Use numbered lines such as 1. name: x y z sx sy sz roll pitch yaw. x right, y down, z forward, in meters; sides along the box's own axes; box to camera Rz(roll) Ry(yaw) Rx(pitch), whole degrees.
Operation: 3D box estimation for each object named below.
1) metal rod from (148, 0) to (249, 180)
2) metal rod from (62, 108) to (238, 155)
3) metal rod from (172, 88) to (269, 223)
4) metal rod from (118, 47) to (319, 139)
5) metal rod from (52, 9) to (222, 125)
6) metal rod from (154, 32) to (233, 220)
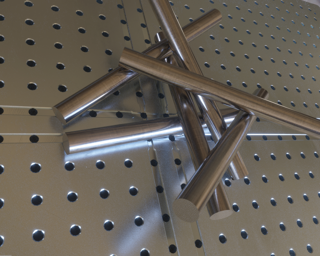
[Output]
1. metal rod: 0.047 -0.070 0.422 0.025 0.025 0.299 -26 91 -37
2. metal rod: 0.023 -0.004 0.422 0.302 0.025 0.025 -10 67 -32
3. metal rod: 0.092 0.009 0.383 0.025 0.025 0.302 45 38 3
4. metal rod: 0.094 -0.040 0.402 0.301 0.025 0.025 19 54 -7
5. metal rod: -0.013 -0.097 0.428 0.302 0.025 0.025 -39 84 -29
6. metal rod: 0.034 -0.027 0.410 0.025 0.025 0.300 5 50 -25
